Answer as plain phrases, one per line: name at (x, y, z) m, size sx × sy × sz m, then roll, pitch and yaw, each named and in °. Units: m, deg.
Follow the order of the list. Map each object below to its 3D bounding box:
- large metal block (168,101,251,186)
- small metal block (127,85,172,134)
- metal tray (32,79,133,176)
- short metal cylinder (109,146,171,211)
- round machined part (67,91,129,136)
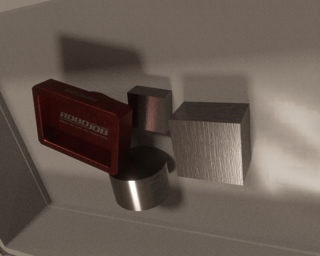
large metal block at (0.062, 0.016, 0.369) m, size 0.080 × 0.050 × 0.079 m, roll 4°, pitch 120°, yaw 26°
small metal block at (-0.012, -0.024, 0.399) m, size 0.050 × 0.025 × 0.050 m, roll 11°, pitch 123°, yaw 21°
metal tray at (-0.101, -0.002, 0.399) m, size 0.130 × 0.030 × 0.089 m, roll 19°, pitch 124°, yaw 20°
short metal cylinder at (-0.027, 0.068, 0.428) m, size 0.080 × 0.080 × 0.050 m, roll 5°, pitch 121°, yaw 25°
round machined part at (-0.082, -0.006, 0.433) m, size 0.098 × 0.042 × 0.097 m, roll 13°, pitch 122°, yaw 23°
